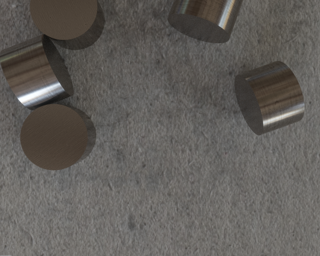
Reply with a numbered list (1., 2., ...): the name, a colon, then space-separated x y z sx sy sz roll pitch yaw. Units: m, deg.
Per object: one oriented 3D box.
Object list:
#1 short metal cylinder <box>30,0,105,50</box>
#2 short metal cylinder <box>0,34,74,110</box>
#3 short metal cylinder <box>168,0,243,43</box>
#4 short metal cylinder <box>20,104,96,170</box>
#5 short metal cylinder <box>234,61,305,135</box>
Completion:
1. short metal cylinder: -0.116 -0.146 0.396 0.081 0.050 0.079 0 90 -1
2. short metal cylinder: -0.148 -0.068 0.381 0.050 0.080 0.080 -22 90 0
3. short metal cylinder: 0.056 -0.145 0.383 0.080 0.080 0.050 19 90 -1
4. short metal cylinder: -0.127 0.011 0.396 0.081 0.050 0.079 0 90 -1
5. short metal cylinder: 0.133 -0.037 0.384 0.050 0.080 0.080 -20 90 0
